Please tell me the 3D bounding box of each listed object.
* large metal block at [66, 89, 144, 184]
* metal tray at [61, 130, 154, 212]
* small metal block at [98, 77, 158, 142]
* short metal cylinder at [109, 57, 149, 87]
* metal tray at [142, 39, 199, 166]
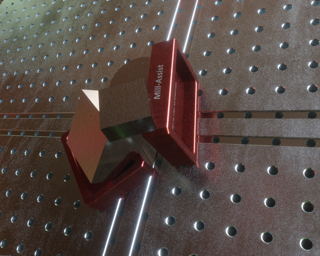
[{"bbox_3d":[-0.068,0.009,0.381,0.080,0.050,0.079,46,124,38],"label":"large metal block"},{"bbox_3d":[-0.076,0.034,0.420,0.090,0.030,0.130,-37,51,3],"label":"metal tray"},{"bbox_3d":[-0.033,-0.019,0.315,0.050,0.025,0.050,-15,55,6],"label":"small metal block"},{"bbox_3d":[-0.023,-0.052,0.435,0.080,0.050,0.080,-13,56,20],"label":"short metal cylinder"},{"bbox_3d":[0.017,-0.030,0.374,0.030,0.090,0.130,-9,58,23],"label":"metal tray"}]
